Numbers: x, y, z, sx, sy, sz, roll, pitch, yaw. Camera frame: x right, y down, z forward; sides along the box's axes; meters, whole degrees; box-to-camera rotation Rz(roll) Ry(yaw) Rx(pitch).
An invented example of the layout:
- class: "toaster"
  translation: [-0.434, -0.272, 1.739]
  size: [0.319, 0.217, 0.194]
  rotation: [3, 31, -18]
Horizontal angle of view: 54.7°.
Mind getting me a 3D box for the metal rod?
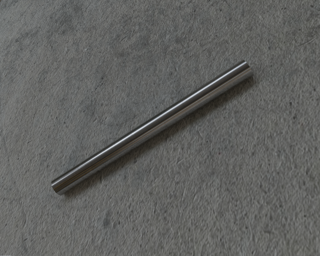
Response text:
- class: "metal rod"
  translation: [-0.015, 0.003, 0.410]
  size: [0.300, 0.025, 0.025]
  rotation: [-32, 52, 7]
